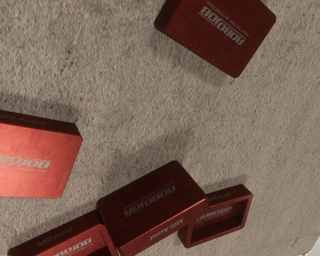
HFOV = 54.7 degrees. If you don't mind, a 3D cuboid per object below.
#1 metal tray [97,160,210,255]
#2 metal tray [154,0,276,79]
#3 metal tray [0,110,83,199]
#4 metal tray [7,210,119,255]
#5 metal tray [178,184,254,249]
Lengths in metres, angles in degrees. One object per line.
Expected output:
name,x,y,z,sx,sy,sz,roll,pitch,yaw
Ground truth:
metal tray,-0.010,0.107,0.426,0.131,0.090,0.030,-26,128,-12
metal tray,0.069,-0.125,0.365,0.131,0.030,0.090,22,107,-37
metal tray,-0.161,0.029,0.334,0.131,0.030,0.089,12,112,-34
metal tray,-0.133,0.182,0.444,0.131,0.030,0.089,-23,127,-15
metal tray,0.100,0.158,0.557,0.131,0.030,0.089,-10,123,-24
